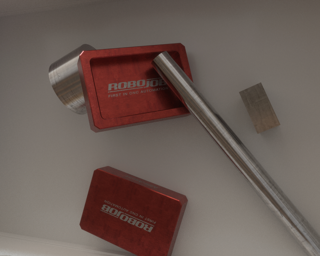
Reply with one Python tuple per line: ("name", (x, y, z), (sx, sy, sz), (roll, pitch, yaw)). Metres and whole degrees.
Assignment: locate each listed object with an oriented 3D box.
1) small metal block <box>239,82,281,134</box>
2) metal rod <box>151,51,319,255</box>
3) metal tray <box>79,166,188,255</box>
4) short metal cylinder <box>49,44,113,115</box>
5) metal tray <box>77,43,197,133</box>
("small metal block", (0.115, -0.021, 0.356), (0.025, 0.050, 0.050), (-24, 82, 18))
("metal rod", (0.092, 0.033, 0.358), (0.025, 0.025, 0.300), (-40, 85, 15))
("metal tray", (-0.038, 0.115, 0.420), (0.130, 0.030, 0.089), (18, 96, 18))
("short metal cylinder", (-0.100, -0.064, 0.415), (0.050, 0.080, 0.080), (-25, 82, 18))
("metal tray", (-0.025, -0.050, 0.374), (0.131, 0.030, 0.090), (-11, 85, -22))
